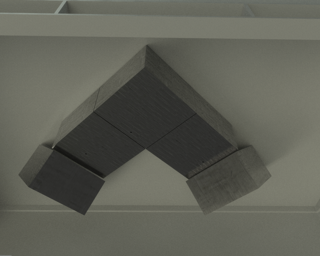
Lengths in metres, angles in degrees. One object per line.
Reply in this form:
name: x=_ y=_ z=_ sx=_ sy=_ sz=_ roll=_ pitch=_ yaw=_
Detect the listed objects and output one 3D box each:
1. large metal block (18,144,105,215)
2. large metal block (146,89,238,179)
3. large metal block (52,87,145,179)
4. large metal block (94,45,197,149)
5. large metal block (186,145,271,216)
large metal block: x=-0.134 y=0.068 z=0.418 sx=0.080 sy=0.050 sz=0.080 roll=38 pitch=163 yaw=-28
large metal block: x=0.040 y=0.010 z=0.399 sx=0.080 sy=0.050 sz=0.080 roll=-36 pitch=122 yaw=26
large metal block: x=-0.075 y=0.009 z=0.397 sx=0.080 sy=0.050 sz=0.080 roll=-36 pitch=122 yaw=26
large metal block: x=-0.016 y=-0.033 z=0.361 sx=0.080 sy=0.050 sz=0.080 roll=-36 pitch=122 yaw=26
large metal block: x=0.095 y=0.069 z=0.422 sx=0.080 sy=0.050 sz=0.080 roll=-36 pitch=165 yaw=26
